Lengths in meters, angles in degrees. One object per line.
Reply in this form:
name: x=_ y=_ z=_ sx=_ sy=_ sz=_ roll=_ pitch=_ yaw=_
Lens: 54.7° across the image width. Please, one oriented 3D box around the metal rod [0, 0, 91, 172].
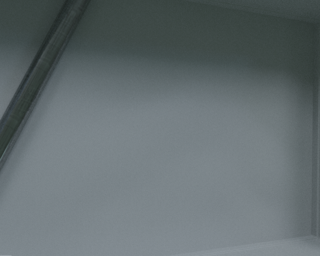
metal rod: x=-0.151 y=-0.040 z=0.354 sx=0.025 sy=0.025 sz=0.299 roll=27 pitch=81 yaw=-18
